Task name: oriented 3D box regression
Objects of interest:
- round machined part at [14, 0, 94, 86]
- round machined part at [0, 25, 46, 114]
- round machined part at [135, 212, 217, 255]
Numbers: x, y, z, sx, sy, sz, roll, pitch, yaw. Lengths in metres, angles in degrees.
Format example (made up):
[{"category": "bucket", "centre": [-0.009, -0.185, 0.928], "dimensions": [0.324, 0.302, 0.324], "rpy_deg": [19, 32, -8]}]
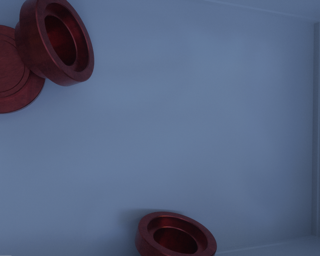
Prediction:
[{"category": "round machined part", "centre": [-0.117, -0.093, 0.339], "dimensions": [0.042, 0.098, 0.097], "rpy_deg": [-14, 96, 18]}, {"category": "round machined part", "centre": [-0.176, -0.064, 0.336], "dimensions": [0.099, 0.042, 0.097], "rpy_deg": [0, 90, -21]}, {"category": "round machined part", "centre": [0.017, 0.148, 0.382], "dimensions": [0.099, 0.098, 0.042], "rpy_deg": [9, 104, -20]}]
